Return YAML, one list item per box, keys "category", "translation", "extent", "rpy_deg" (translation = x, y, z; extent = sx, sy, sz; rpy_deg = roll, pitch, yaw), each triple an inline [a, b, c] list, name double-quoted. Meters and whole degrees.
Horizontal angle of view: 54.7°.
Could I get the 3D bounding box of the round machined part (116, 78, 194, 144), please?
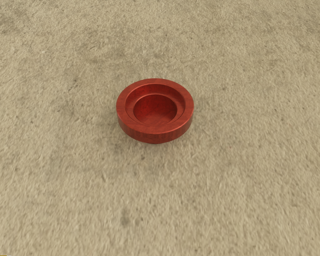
- category: "round machined part"
  translation: [-0.006, -0.018, 0.407]
  extent: [0.099, 0.042, 0.098]
  rpy_deg: [0, 50, 0]
